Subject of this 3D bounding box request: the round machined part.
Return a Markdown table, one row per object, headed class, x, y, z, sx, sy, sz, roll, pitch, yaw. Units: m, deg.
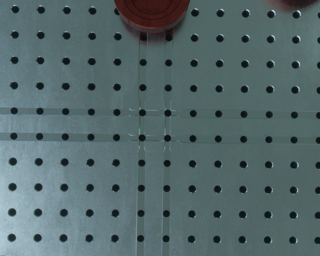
| class | x | y | z | sx | sy | sz | roll | pitch | yaw |
| --- | --- | --- | --- | --- | --- | --- | --- | --- | --- |
| round machined part | -0.010 | -0.172 | 0.405 | 0.099 | 0.042 | 0.097 | 0 | 90 | -1 |
